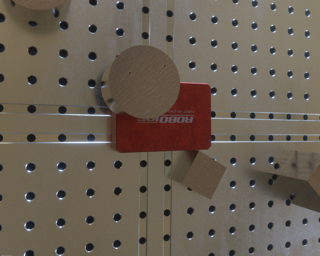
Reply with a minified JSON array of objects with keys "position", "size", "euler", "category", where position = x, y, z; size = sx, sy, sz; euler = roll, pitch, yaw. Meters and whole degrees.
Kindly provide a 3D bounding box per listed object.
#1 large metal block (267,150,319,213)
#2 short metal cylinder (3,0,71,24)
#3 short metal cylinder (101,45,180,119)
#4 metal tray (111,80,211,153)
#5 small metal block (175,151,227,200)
[{"position":[0.226,0.081,0.467],"size":[0.050,0.080,0.080],"euler":[-47,105,-14],"category":"large metal block"},{"position":[-0.139,-0.164,0.348],"size":[0.081,0.050,0.079],"euler":[0,90,-20],"category":"short metal cylinder"},{"position":[-0.024,-0.050,0.358],"size":[0.081,0.050,0.079],"euler":[0,90,-20],"category":"short metal cylinder"},{"position":[0.003,-0.015,0.411],"size":[0.131,0.030,0.089],"euler":[-1,90,-20],"category":"metal tray"},{"position":[0.057,0.064,0.434],"size":[0.050,0.025,0.050],"euler":[32,80,-17],"category":"small metal block"}]
